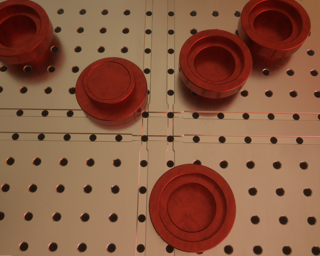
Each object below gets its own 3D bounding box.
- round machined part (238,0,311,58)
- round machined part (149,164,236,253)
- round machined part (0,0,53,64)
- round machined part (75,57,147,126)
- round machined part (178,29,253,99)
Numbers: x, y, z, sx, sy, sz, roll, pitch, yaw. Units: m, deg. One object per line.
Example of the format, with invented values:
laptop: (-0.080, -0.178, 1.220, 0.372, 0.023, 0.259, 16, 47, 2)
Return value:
round machined part: (0.163, -0.144, 0.456, 0.099, 0.042, 0.098, 0, 70, 0)
round machined part: (0.036, 0.095, 0.368, 0.099, 0.042, 0.098, 0, 70, 0)
round machined part: (-0.204, -0.135, 0.451, 0.099, 0.042, 0.098, 0, 70, 0)
round machined part: (-0.066, -0.055, 0.423, 0.099, 0.042, 0.098, 0, 70, 0)
round machined part: (0.075, -0.085, 0.434, 0.099, 0.042, 0.098, 0, 70, 0)
